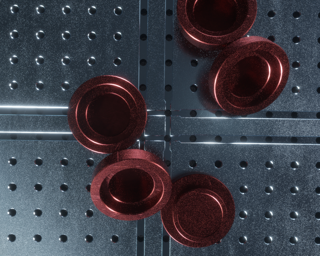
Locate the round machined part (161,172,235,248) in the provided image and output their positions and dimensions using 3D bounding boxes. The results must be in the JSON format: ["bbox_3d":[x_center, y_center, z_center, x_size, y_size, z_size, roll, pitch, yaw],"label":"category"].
[{"bbox_3d":[0.050,0.109,0.406,0.099,0.042,0.097,0,90,-1],"label":"round machined part"}]

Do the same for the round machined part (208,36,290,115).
[{"bbox_3d":[0.107,-0.068,0.391,0.099,0.042,0.097,-8,124,-11],"label":"round machined part"}]

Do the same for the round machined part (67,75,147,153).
[{"bbox_3d":[-0.066,-0.017,0.404,0.099,0.042,0.097,0,90,-1],"label":"round machined part"}]

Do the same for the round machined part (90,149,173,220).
[{"bbox_3d":[-0.036,0.066,0.391,0.099,0.042,0.097,-4,120,-6],"label":"round machined part"}]

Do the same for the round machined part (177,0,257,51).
[{"bbox_3d":[0.071,-0.147,0.402,0.099,0.042,0.097,0,83,3],"label":"round machined part"}]
